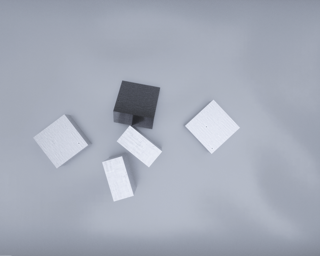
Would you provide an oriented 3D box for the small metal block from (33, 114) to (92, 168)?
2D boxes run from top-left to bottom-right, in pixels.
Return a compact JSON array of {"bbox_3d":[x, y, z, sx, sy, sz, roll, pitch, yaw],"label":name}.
[{"bbox_3d":[-0.128,0.017,0.410,0.050,0.025,0.050,-37,90,0],"label":"small metal block"}]

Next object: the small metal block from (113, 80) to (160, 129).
[{"bbox_3d":[-0.029,-0.030,0.400,0.050,0.025,0.050,11,58,-1],"label":"small metal block"}]

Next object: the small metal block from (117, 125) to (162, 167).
[{"bbox_3d":[-0.025,0.022,0.399,0.050,0.050,0.025,39,90,-1],"label":"small metal block"}]

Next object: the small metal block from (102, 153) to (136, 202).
[{"bbox_3d":[-0.051,0.061,0.398,0.025,0.050,0.050,-16,90,0],"label":"small metal block"}]

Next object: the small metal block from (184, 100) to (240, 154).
[{"bbox_3d":[0.068,-0.002,0.412,0.050,0.025,0.050,-43,91,0],"label":"small metal block"}]
